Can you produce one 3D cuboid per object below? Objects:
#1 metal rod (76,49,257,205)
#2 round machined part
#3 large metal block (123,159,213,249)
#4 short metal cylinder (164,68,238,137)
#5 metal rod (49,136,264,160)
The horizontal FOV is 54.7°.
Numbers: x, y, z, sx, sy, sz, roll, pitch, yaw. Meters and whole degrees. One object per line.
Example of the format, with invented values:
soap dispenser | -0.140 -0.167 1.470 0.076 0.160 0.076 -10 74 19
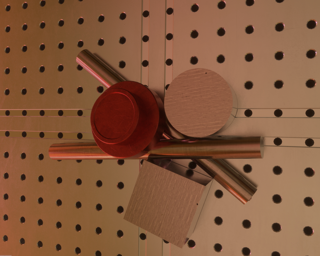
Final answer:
metal rod | -0.001 -0.011 0.412 0.300 0.025 0.025 40 103 15
round machined part | -0.046 -0.012 0.383 0.098 0.042 0.097 -4 79 25
large metal block | 0.011 0.089 0.392 0.080 0.050 0.080 21 97 18
short metal cylinder | 0.051 -0.029 0.380 0.080 0.050 0.079 0 90 19
metal rod | -0.024 0.028 0.400 0.300 0.025 0.025 -3 89 26
